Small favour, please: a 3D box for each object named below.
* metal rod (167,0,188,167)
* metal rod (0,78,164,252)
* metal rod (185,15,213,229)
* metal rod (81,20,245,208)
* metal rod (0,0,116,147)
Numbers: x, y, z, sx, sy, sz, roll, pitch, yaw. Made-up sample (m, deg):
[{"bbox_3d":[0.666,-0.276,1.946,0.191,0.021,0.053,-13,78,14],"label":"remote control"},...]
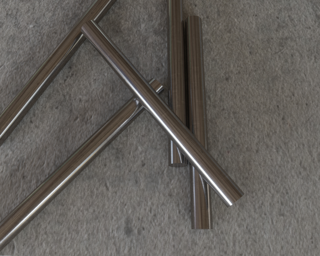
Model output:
[{"bbox_3d":[0.023,-0.093,0.442,0.025,0.025,0.299,0,70,0],"label":"metal rod"},{"bbox_3d":[-0.105,0.044,0.390,0.025,0.025,0.301,41,75,13],"label":"metal rod"},{"bbox_3d":[0.050,-0.021,0.416,0.025,0.025,0.299,0,70,0],"label":"metal rod"},{"bbox_3d":[-0.006,-0.029,0.390,0.025,0.025,0.300,-36,74,-12],"label":"metal rod"},{"bbox_3d":[-0.142,-0.104,0.444,0.025,0.025,0.300,29,72,9],"label":"metal rod"}]
